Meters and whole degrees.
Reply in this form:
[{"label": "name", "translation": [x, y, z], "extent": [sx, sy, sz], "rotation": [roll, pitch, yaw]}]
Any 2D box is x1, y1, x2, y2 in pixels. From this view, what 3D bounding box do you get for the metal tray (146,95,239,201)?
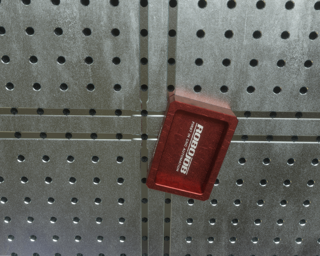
[{"label": "metal tray", "translation": [0.040, 0.029, 0.421], "extent": [0.090, 0.030, 0.129], "rotation": [14, 109, -6]}]
